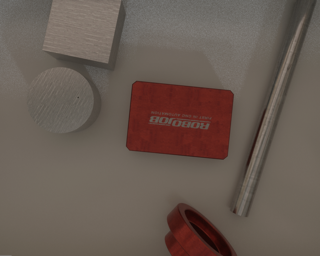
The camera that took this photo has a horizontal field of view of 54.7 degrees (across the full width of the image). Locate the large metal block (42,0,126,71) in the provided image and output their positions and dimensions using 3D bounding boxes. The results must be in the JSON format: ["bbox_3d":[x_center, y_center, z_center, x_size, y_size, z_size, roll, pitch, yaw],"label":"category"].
[{"bbox_3d":[-0.094,-0.125,0.398,0.080,0.050,0.080,12,90,-1],"label":"large metal block"}]

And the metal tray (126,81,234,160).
[{"bbox_3d":[0.026,-0.010,0.409,0.131,0.030,0.089,6,90,-1],"label":"metal tray"}]

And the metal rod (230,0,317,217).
[{"bbox_3d":[0.151,-0.028,0.413,0.025,0.025,0.298,18,90,-1],"label":"metal rod"}]

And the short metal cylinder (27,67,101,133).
[{"bbox_3d":[-0.120,-0.034,0.397,0.081,0.050,0.079,0,90,-1],"label":"short metal cylinder"}]

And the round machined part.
[{"bbox_3d":[0.045,0.142,0.376,0.098,0.098,0.042,41,96,-1],"label":"round machined part"}]
